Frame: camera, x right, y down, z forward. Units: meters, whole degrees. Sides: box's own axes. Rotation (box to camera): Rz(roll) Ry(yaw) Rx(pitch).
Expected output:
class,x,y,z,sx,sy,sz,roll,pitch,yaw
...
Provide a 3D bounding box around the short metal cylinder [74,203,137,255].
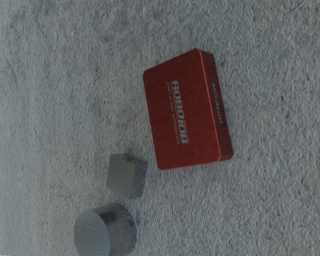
class,x,y,z,sx,sy,sz,roll,pitch,yaw
short metal cylinder,-0.080,0.155,0.453,0.080,0.050,0.079,0,90,39

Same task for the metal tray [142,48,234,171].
class,x,y,z,sx,sy,sz,roll,pitch,yaw
metal tray,0.030,-0.019,0.375,0.090,0.030,0.129,-16,80,38

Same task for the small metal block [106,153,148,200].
class,x,y,z,sx,sy,sz,roll,pitch,yaw
small metal block,-0.048,0.068,0.442,0.050,0.025,0.050,16,100,38
